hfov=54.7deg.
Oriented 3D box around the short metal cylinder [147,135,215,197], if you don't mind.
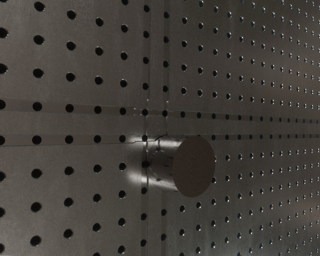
[{"bbox_3d":[0.029,0.050,0.420,0.081,0.050,0.079,-1,91,-40],"label":"short metal cylinder"}]
